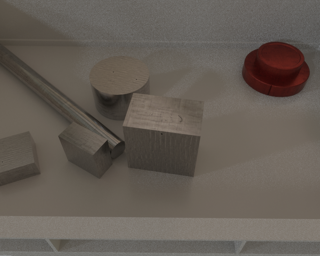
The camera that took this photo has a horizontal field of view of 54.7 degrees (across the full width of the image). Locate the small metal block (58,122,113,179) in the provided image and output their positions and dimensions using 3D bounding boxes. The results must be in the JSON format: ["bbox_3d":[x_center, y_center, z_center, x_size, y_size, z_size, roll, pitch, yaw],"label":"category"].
[{"bbox_3d":[-0.087,0.027,0.365,0.050,0.050,0.025,26,55,19],"label":"small metal block"}]

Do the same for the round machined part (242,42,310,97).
[{"bbox_3d":[0.180,-0.096,0.477,0.099,0.042,0.098,0,50,0],"label":"round machined part"}]

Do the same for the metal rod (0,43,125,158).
[{"bbox_3d":[-0.161,-0.052,0.446,0.300,0.025,0.025,35,58,25],"label":"metal rod"}]

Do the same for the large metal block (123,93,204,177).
[{"bbox_3d":[0.005,0.010,0.361,0.080,0.080,0.050,7,51,6],"label":"large metal block"}]

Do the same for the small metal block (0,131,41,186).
[{"bbox_3d":[-0.176,0.037,0.372,0.050,0.025,0.050,-17,52,-14],"label":"small metal block"}]

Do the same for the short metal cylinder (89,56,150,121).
[{"bbox_3d":[-0.055,-0.057,0.436,0.081,0.050,0.080,0,50,0],"label":"short metal cylinder"}]
